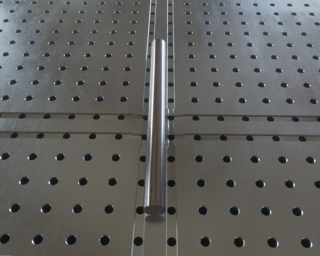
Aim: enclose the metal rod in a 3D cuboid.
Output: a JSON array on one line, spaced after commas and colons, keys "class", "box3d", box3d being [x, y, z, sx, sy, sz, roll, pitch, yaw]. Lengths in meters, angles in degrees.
[{"class": "metal rod", "box3d": [-0.004, -0.026, 0.430, 0.025, 0.025, 0.300, 1, 50, 0]}]
